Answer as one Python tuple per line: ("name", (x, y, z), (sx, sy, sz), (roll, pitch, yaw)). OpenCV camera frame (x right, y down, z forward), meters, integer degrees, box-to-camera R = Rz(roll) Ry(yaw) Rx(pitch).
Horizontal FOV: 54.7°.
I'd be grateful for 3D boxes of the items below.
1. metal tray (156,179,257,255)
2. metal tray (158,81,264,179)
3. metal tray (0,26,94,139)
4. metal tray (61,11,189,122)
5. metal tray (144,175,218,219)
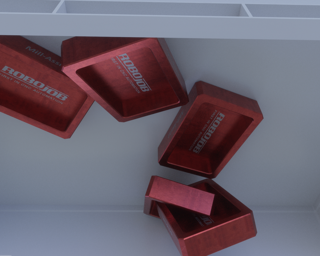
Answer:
("metal tray", (0.052, 0.111, 0.402), (0.091, 0.130, 0.030), (-17, 102, -11))
("metal tray", (0.062, 0.009, 0.413), (0.091, 0.030, 0.129), (17, 128, -15))
("metal tray", (-0.147, -0.048, 0.362), (0.131, 0.030, 0.090), (27, 125, -22))
("metal tray", (-0.029, -0.053, 0.324), (0.090, 0.030, 0.130), (-16, 155, 12))
("metal tray", (0.024, 0.114, 0.456), (0.090, 0.030, 0.129), (17, 155, 4))
